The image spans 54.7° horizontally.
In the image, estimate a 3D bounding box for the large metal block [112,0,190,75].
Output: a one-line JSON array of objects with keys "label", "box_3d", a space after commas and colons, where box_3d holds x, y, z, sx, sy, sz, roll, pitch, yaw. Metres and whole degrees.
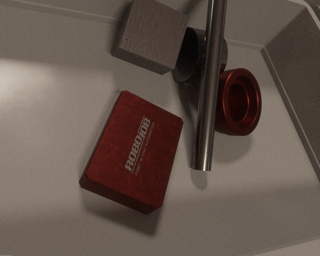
[{"label": "large metal block", "box_3d": [-0.014, -0.131, 0.443, 0.081, 0.050, 0.080, 18, 84, -18]}]

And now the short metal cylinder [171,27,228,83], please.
[{"label": "short metal cylinder", "box_3d": [0.057, -0.108, 0.469, 0.050, 0.080, 0.080, 1, 61, -28]}]

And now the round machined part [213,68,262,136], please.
[{"label": "round machined part", "box_3d": [0.106, -0.037, 0.459, 0.099, 0.042, 0.097, 0, 90, -42]}]

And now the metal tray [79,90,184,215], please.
[{"label": "metal tray", "box_3d": [-0.029, 0.026, 0.373, 0.090, 0.030, 0.130, 26, 52, -12]}]

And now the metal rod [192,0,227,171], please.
[{"label": "metal rod", "box_3d": [0.070, -0.093, 0.416, 0.025, 0.025, 0.298, 8, 86, -25]}]
